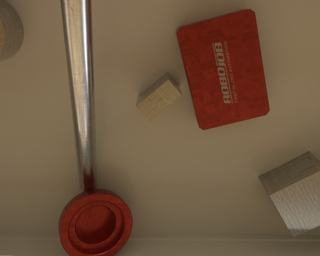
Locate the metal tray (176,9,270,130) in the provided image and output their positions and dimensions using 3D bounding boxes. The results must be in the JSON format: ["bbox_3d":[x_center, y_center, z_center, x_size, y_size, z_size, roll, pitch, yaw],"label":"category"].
[{"bbox_3d":[0.078,-0.070,0.384,0.090,0.030,0.129,-14,110,4],"label":"metal tray"}]

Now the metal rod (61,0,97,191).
[{"bbox_3d":[-0.084,-0.024,0.338,0.025,0.025,0.298,7,134,-3],"label":"metal rod"}]

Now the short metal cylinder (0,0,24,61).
[{"bbox_3d":[-0.207,-0.113,0.354,0.081,0.050,0.079,0,110,-1],"label":"short metal cylinder"}]

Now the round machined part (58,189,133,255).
[{"bbox_3d":[-0.092,0.133,0.437,0.099,0.042,0.097,-3,97,-22],"label":"round machined part"}]

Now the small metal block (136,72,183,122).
[{"bbox_3d":[-0.001,-0.040,0.383,0.050,0.050,0.025,-39,106,13],"label":"small metal block"}]

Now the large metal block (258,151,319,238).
[{"bbox_3d":[0.199,0.092,0.435,0.080,0.050,0.080,-30,108,10],"label":"large metal block"}]
